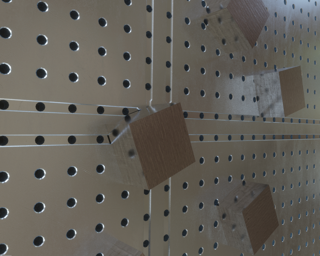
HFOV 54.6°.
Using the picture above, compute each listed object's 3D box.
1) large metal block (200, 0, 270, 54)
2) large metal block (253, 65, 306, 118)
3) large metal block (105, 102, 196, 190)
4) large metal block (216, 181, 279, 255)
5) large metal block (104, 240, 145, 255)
[{"bbox_3d":[0.121,-0.178,0.492,0.080,0.050,0.080,44,64,-31],"label":"large metal block"},{"bbox_3d":[0.224,-0.068,0.578,0.081,0.050,0.080,-19,102,-38],"label":"large metal block"},{"bbox_3d":[-0.010,0.019,0.384,0.081,0.050,0.080,-25,106,-37],"label":"large metal block"},{"bbox_3d":[0.147,0.145,0.515,0.081,0.050,0.080,-30,109,-36],"label":"large metal block"},{"bbox_3d":[-0.041,0.193,0.358,0.080,0.050,0.080,-45,117,-31],"label":"large metal block"}]
